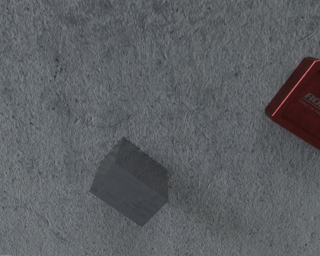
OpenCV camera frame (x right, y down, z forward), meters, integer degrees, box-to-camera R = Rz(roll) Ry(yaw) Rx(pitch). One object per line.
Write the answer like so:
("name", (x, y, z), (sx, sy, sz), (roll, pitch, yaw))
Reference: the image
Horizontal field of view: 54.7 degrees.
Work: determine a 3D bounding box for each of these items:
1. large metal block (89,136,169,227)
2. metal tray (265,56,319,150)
("large metal block", (-0.037, 0.067, 0.405), (0.080, 0.080, 0.050), (38, 106, -13))
("metal tray", (0.217, -0.020, 0.401), (0.131, 0.030, 0.090), (30, 107, -11))
